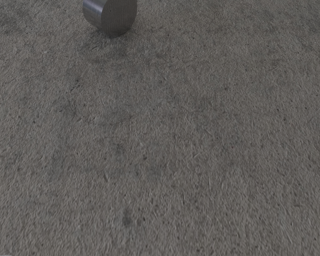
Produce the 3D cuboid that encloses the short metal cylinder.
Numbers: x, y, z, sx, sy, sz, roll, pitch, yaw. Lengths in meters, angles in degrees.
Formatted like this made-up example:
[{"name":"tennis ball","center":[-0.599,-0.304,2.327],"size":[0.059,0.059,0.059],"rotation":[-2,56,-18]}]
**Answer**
[{"name":"short metal cylinder","center":[-0.087,-0.207,0.541],"size":[0.050,0.080,0.080],"rotation":[37,59,27]}]
